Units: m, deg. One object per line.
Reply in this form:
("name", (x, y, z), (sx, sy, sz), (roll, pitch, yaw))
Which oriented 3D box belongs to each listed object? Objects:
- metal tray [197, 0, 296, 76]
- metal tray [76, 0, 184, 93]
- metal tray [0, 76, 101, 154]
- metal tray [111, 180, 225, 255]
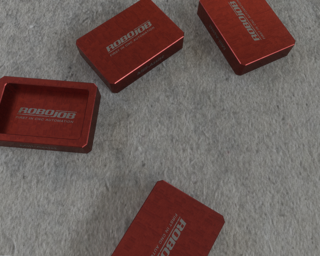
("metal tray", (0.125, -0.152, 0.462), (0.091, 0.030, 0.130), (-24, 72, -9))
("metal tray", (-0.042, -0.122, 0.450), (0.131, 0.030, 0.090), (-37, 75, -13))
("metal tray", (-0.151, -0.018, 0.410), (0.131, 0.030, 0.090), (5, 70, 1))
("metal tray", (0.004, 0.138, 0.355), (0.090, 0.030, 0.130), (30, 72, 10))
